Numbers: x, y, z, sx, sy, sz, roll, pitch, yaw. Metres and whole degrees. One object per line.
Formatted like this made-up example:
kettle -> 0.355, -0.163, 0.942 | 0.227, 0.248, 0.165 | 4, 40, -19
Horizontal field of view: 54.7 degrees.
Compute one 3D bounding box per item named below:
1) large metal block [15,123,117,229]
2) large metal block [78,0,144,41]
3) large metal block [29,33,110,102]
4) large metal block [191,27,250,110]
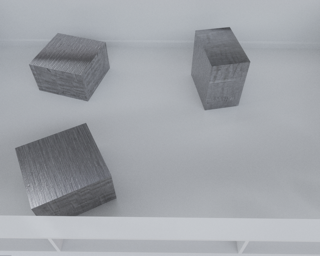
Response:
large metal block -> -0.104, 0.051, 0.345 | 0.081, 0.050, 0.080 | -21, 53, -17
large metal block -> -0.088, -0.213, 0.568 | 0.080, 0.050, 0.080 | 29, 55, 23
large metal block -> -0.132, -0.093, 0.466 | 0.080, 0.050, 0.080 | 13, 51, 11
large metal block -> 0.081, -0.084, 0.440 | 0.050, 0.080, 0.080 | -8, 51, -7
